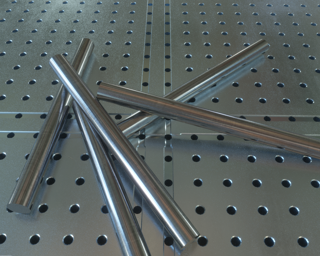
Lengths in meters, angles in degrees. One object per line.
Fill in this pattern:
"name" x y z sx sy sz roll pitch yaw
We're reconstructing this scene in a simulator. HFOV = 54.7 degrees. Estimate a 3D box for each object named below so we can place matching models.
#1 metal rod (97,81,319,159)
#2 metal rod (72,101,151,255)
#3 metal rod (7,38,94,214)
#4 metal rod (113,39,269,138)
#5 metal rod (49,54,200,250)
"metal rod" 0.068 -0.009 0.395 0.302 0.025 0.025 15 51 4
"metal rod" -0.052 0.072 0.346 0.025 0.025 0.300 -18 53 -15
"metal rod" -0.138 -0.028 0.428 0.025 0.025 0.300 4 50 3
"metal rod" 0.059 -0.066 0.463 0.302 0.025 0.025 -33 58 -25
"metal rod" -0.057 0.011 0.374 0.025 0.025 0.300 -29 63 -22
